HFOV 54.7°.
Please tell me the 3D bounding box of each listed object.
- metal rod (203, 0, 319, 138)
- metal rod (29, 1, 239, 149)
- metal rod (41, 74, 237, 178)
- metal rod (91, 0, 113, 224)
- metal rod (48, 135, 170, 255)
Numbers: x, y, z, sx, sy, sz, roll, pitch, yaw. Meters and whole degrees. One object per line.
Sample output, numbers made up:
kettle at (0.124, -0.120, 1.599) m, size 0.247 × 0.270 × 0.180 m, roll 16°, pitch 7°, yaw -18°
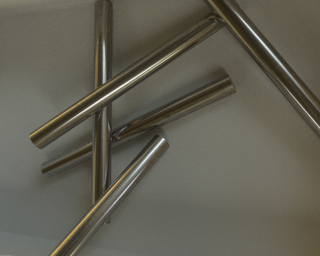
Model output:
metal rod at (0.138, -0.055, 0.344) m, size 0.025 × 0.025 × 0.300 m, roll -40°, pitch 84°, yaw 16°
metal rod at (-0.033, -0.066, 0.387) m, size 0.301 × 0.025 × 0.025 m, roll -33°, pitch 79°, yaw 3°
metal rod at (-0.042, 0.004, 0.425) m, size 0.300 × 0.025 × 0.025 m, roll -25°, pitch 82°, yaw 18°
metal rod at (-0.077, -0.027, 0.416) m, size 0.025 × 0.025 × 0.298 m, roll -4°, pitch 81°, yaw 20°
metal rod at (-0.090, 0.122, 0.358) m, size 0.025 × 0.025 × 0.301 m, roll 35°, pitch 68°, yaw 16°
